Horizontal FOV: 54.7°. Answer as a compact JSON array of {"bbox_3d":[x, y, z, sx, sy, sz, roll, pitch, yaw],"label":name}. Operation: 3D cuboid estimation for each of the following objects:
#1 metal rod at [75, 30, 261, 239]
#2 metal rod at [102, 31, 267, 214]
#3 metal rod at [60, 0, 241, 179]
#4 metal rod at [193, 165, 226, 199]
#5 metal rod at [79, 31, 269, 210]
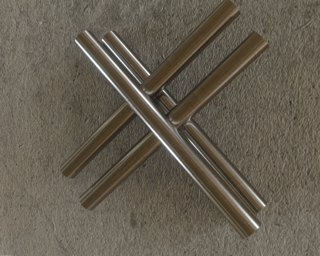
[{"bbox_3d":[0.000,-0.003,0.356,0.025,0.025,0.300,-44,77,14],"label":"metal rod"},{"bbox_3d":[0.023,-0.015,0.401,0.025,0.025,0.300,-44,77,14],"label":"metal rod"},{"bbox_3d":[-0.022,-0.040,0.390,0.299,0.025,0.025,-43,77,14],"label":"metal rod"},{"bbox_3d":[0.004,-0.001,0.408,0.025,0.025,0.300,-44,77,14],"label":"metal rod"},{"bbox_3d":[0.007,0.001,0.380,0.299,0.025,0.025,-43,77,14],"label":"metal rod"}]
